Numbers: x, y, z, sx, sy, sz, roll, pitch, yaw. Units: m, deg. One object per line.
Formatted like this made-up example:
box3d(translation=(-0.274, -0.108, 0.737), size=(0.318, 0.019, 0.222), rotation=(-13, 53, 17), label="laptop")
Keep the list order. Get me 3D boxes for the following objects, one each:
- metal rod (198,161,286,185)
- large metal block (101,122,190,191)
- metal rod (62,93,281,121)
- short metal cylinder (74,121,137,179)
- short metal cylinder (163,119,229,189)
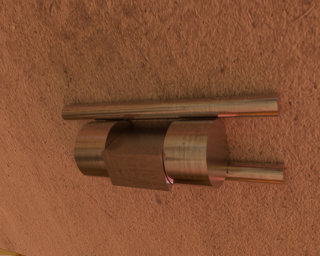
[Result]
box3d(translation=(0.014, 0.055, 0.435), size=(0.300, 0.025, 0.025), rotation=(0, 118, 28), label="metal rod")
box3d(translation=(-0.014, 0.032, 0.397), size=(0.080, 0.080, 0.050), rotation=(0, 119, 28), label="large metal block")
box3d(translation=(-0.007, -0.023, 0.398), size=(0.300, 0.025, 0.025), rotation=(0, 118, 28), label="metal rod")
box3d(translation=(-0.071, 0.030, 0.428), size=(0.050, 0.080, 0.080), rotation=(-1, 118, 29), label="short metal cylinder")
box3d(translation=(0.045, 0.030, 0.367), size=(0.050, 0.080, 0.080), rotation=(-1, 118, 29), label="short metal cylinder")
